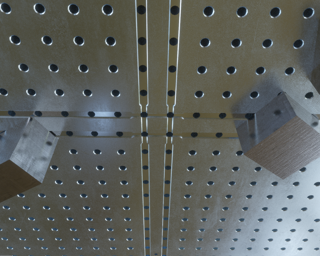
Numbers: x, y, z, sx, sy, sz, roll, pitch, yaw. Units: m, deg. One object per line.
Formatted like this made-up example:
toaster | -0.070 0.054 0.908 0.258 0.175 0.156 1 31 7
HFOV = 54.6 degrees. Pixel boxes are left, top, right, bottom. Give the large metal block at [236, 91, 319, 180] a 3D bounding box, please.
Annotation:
large metal block | 0.162 0.012 0.407 0.080 0.050 0.080 31 124 -24

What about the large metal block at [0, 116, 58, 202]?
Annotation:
large metal block | -0.192 0.042 0.409 0.080 0.080 0.050 -25 126 20

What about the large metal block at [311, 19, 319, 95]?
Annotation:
large metal block | 0.217 -0.076 0.332 0.080 0.050 0.080 -9 130 7
